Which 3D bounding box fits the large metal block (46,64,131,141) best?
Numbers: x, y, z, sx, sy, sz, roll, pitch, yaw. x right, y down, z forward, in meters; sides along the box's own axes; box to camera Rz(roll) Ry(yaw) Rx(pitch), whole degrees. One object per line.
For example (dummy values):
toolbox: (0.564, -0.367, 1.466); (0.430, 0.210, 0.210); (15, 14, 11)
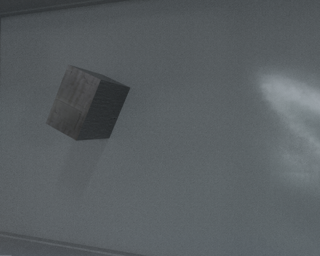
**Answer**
large metal block: (-0.093, -0.031, 0.415); (0.050, 0.080, 0.080); (26, 99, 18)
